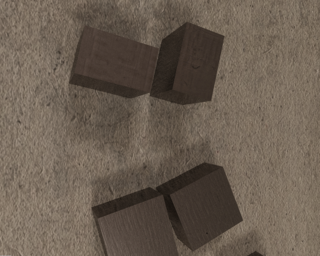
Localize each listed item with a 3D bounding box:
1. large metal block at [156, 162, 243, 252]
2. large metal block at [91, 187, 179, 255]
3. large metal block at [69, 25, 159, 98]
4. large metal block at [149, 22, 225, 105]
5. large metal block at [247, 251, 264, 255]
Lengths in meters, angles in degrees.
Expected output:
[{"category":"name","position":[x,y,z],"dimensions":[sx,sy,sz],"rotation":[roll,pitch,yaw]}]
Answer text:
[{"category":"large metal block","position":[0.053,0.102,0.417],"dimensions":[0.081,0.050,0.080],"rotation":[-24,98,-19]},{"category":"large metal block","position":[-0.032,0.129,0.385],"dimensions":[0.081,0.050,0.080],"rotation":[-16,96,-20]},{"category":"large metal block","position":[-0.057,-0.071,0.359],"dimensions":[0.081,0.080,0.050],"rotation":[12,86,-20]},{"category":"large metal block","position":[0.031,-0.076,0.392],"dimensions":[0.050,0.080,0.080],"rotation":[14,85,-20]},{"category":"large metal block","position":[0.132,0.241,0.447],"dimensions":[0.081,0.050,0.080],"rotation":[-19,97,-19]}]
